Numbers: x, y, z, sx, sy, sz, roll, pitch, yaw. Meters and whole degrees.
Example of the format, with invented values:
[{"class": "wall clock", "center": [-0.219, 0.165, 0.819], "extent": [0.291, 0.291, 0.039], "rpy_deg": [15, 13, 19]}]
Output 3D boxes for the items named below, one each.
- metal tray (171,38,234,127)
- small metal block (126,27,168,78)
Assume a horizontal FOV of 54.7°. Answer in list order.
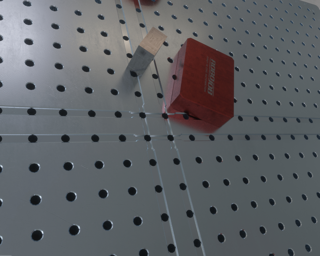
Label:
[{"class": "metal tray", "center": [0.071, -0.074, 0.489], "extent": [0.091, 0.030, 0.130], "rpy_deg": [21, 54, -16]}, {"class": "small metal block", "center": [-0.019, -0.110, 0.449], "extent": [0.025, 0.050, 0.050], "rpy_deg": [33, 51, -7]}]
